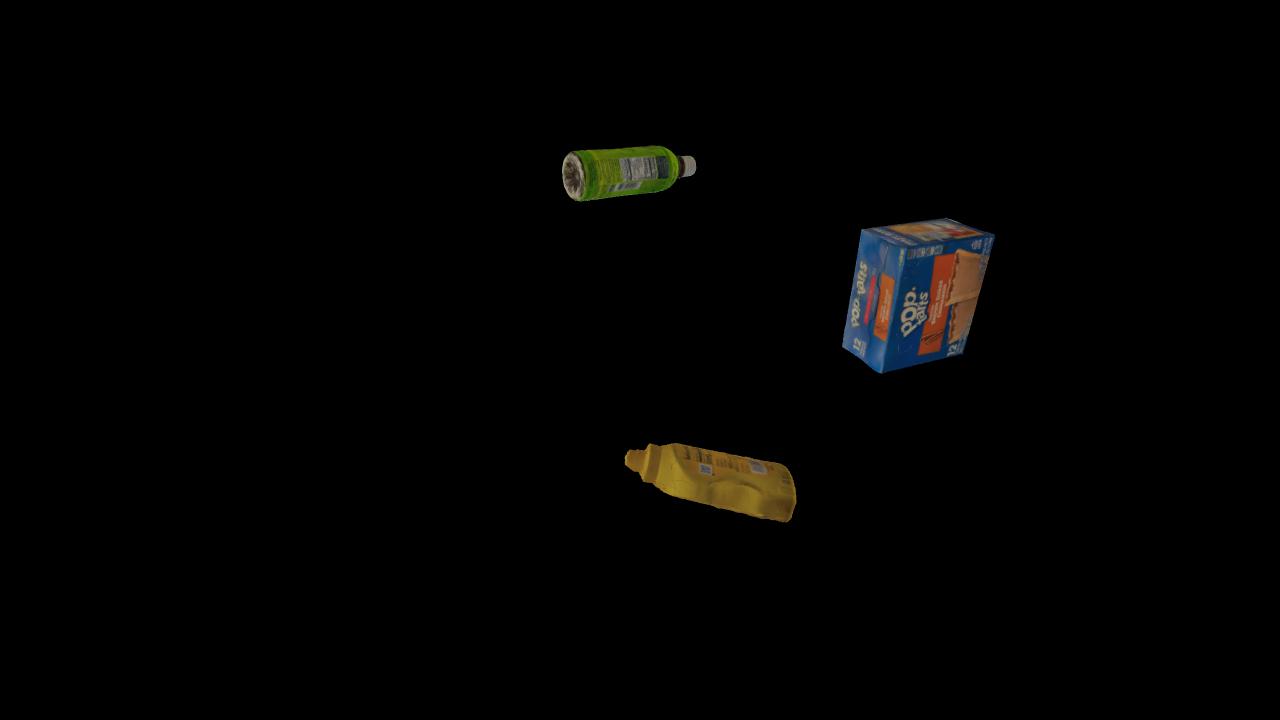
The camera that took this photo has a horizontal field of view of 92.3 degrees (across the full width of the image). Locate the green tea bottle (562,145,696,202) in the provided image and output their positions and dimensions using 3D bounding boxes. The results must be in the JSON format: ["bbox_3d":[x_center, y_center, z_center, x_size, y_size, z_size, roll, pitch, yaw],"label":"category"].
[{"bbox_3d":[-0.008,-0.278,0.908,0.212,0.073,0.073,-14,7,-30],"label":"green tea bottle"}]

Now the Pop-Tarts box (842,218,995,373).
[{"bbox_3d":[0.353,-0.084,0.790,0.141,0.167,0.083,-11,29,-19],"label":"Pop-Tarts box"}]

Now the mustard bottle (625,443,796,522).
[{"bbox_3d":[0.073,0.127,0.679,0.184,0.054,0.092,13,21,-5],"label":"mustard bottle"}]
